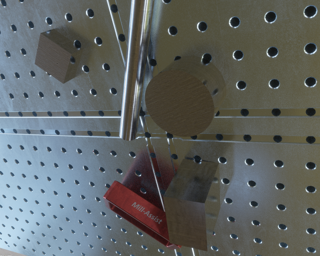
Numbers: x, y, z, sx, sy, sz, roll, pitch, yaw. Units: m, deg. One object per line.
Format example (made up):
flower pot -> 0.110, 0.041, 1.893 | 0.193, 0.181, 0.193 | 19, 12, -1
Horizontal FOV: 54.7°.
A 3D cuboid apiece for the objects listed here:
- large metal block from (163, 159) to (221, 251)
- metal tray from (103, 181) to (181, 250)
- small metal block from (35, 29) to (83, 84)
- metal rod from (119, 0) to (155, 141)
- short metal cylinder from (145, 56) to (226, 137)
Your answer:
large metal block -> 0.046, 0.099, 0.410 | 0.050, 0.080, 0.079 | 5, 121, 21
metal tray -> -0.023, 0.137, 0.478 | 0.130, 0.030, 0.090 | 32, 157, 7
small metal block -> -0.138, -0.097, 0.422 | 0.050, 0.025, 0.050 | 35, 129, 5
metal rod -> -0.023, -0.110, 0.354 | 0.025, 0.025, 0.298 | 21, 126, 15
short metal cylinder -> 0.030, -0.037, 0.356 | 0.080, 0.050, 0.079 | 13, 124, 20
